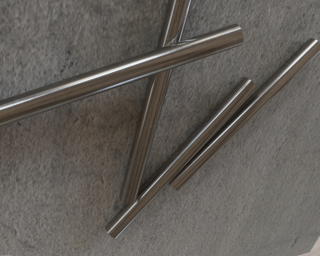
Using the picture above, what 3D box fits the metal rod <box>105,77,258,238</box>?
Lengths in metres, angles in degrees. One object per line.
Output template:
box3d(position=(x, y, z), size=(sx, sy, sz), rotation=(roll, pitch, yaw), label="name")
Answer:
box3d(position=(0.028, 0.046, 0.452), size=(0.300, 0.025, 0.025), rotation=(-48, 129, 5), label="metal rod")

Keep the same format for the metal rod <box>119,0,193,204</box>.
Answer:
box3d(position=(-0.009, -0.030, 0.384), size=(0.025, 0.025, 0.298), rotation=(1, 118, -30), label="metal rod")

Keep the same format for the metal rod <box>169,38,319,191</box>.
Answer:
box3d(position=(0.124, -0.018, 0.465), size=(0.300, 0.025, 0.025), rotation=(-45, 130, 3), label="metal rod")

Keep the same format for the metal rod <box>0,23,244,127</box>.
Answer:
box3d(position=(-0.053, -0.053, 0.323), size=(0.302, 0.025, 0.025), rotation=(-20, 127, -9), label="metal rod")
